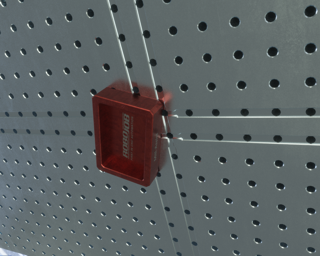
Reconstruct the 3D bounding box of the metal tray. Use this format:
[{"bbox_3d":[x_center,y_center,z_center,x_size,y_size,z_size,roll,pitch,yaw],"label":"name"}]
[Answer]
[{"bbox_3d":[-0.047,0.015,0.439,0.090,0.030,0.129,16,125,18],"label":"metal tray"}]
